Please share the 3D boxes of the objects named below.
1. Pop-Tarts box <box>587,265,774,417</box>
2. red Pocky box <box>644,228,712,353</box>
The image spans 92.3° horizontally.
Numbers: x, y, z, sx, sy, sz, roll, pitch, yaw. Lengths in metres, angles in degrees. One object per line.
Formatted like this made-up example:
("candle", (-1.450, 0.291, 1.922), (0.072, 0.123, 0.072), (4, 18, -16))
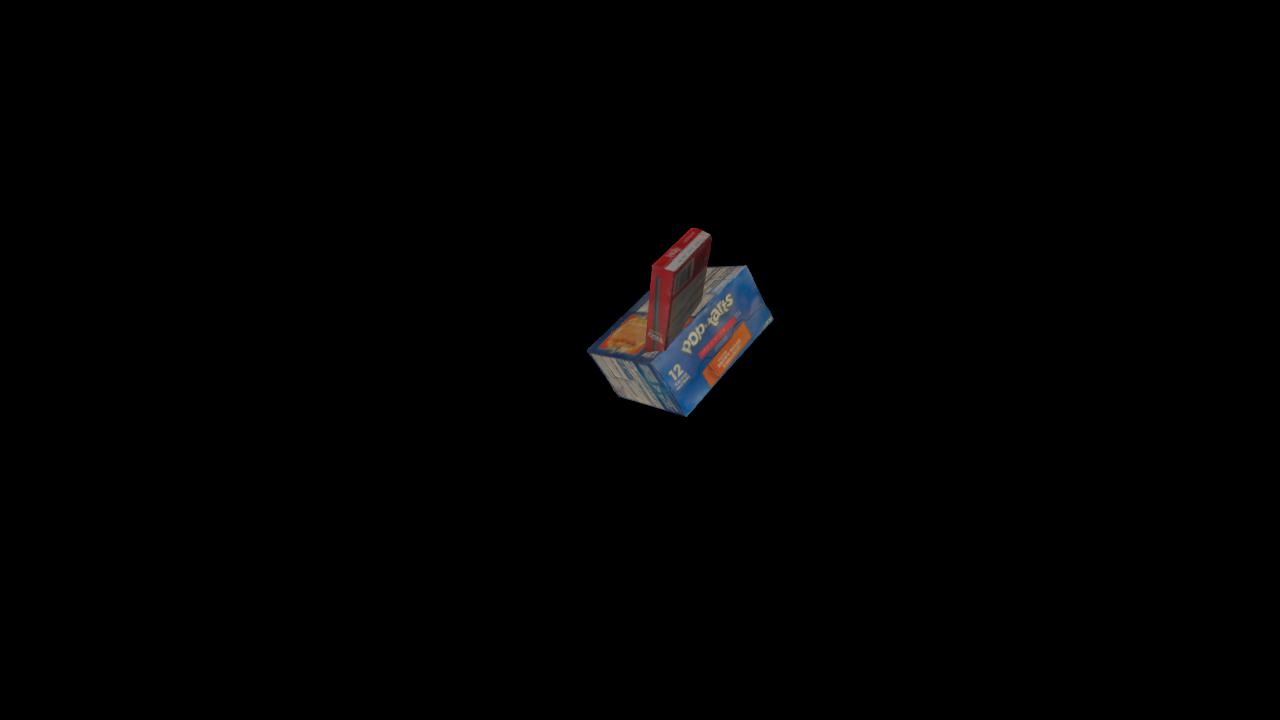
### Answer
("Pop-Tarts box", (0.046, -0.029, 0.728), (0.167, 0.083, 0.141), (-46, 28, -21))
("red Pocky box", (0.037, -0.053, 0.646), (0.028, 0.155, 0.083), (24, 47, 19))
